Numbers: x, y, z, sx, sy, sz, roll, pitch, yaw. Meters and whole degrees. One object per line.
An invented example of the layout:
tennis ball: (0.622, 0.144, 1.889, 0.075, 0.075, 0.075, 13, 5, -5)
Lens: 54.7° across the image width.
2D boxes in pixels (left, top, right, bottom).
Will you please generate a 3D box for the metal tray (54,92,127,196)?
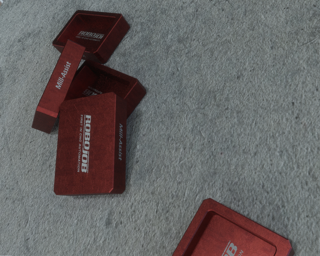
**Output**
metal tray: (-0.092, 0.023, 0.413, 0.090, 0.030, 0.129, -7, 73, 22)

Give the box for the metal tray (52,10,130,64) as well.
metal tray: (-0.129, -0.172, 0.573, 0.130, 0.030, 0.090, 20, 72, 35)

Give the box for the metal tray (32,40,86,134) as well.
metal tray: (-0.161, -0.064, 0.492, 0.090, 0.030, 0.130, -35, 36, 58)

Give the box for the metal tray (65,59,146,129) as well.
metal tray: (-0.095, -0.050, 0.481, 0.130, 0.030, 0.090, 27, 76, 37)

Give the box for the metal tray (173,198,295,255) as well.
metal tray: (0.052, 0.143, 0.285, 0.090, 0.030, 0.130, 23, 74, 36)
